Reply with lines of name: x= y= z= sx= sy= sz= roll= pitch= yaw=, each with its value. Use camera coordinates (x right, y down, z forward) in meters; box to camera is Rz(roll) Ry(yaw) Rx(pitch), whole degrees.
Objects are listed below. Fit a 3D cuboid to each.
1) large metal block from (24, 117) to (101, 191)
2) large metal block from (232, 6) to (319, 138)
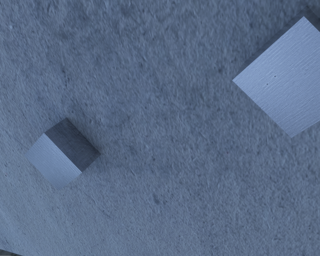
large metal block: x=-0.157 y=0.043 z=0.497 sx=0.080 sy=0.050 sz=0.080 roll=48 pitch=128 yaw=-6
large metal block: x=0.130 y=-0.051 z=0.290 sx=0.080 sy=0.050 sz=0.080 roll=44 pitch=129 yaw=-3
